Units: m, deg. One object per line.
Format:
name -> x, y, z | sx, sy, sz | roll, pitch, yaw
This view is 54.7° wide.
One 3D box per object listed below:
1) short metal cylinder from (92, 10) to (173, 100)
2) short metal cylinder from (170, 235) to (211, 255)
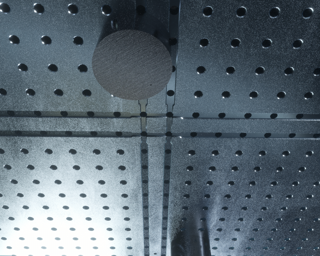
short metal cylinder -> -0.028, -0.076, 0.330 | 0.081, 0.050, 0.079 | 0, 130, 0
short metal cylinder -> 0.062, 0.256, 0.614 | 0.081, 0.050, 0.079 | 0, 130, 0
